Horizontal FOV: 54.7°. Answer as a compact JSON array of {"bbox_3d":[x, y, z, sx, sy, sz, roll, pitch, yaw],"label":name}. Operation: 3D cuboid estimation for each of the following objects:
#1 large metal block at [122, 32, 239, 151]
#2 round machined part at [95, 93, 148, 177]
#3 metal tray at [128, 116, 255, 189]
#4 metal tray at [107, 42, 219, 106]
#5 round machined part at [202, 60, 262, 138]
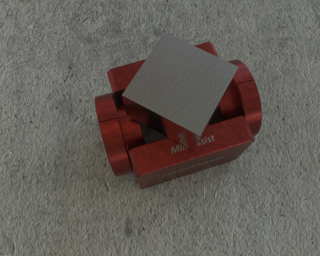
[{"bbox_3d":[0.020,-0.036,0.311,0.080,0.050,0.080,28,72,9],"label":"large metal block"},{"bbox_3d":[-0.043,0.005,0.368,0.042,0.098,0.098,-15,71,-5],"label":"round machined part"},{"bbox_3d":[0.034,0.032,0.362,0.131,0.090,0.030,-17,71,-6],"label":"metal tray"},{"bbox_3d":[0.005,-0.057,0.397,0.131,0.090,0.030,-17,71,-7],"label":"metal tray"},{"bbox_3d":[0.083,-0.032,0.383,0.042,0.098,0.098,-15,71,-5],"label":"round machined part"}]
